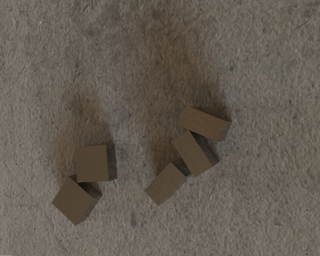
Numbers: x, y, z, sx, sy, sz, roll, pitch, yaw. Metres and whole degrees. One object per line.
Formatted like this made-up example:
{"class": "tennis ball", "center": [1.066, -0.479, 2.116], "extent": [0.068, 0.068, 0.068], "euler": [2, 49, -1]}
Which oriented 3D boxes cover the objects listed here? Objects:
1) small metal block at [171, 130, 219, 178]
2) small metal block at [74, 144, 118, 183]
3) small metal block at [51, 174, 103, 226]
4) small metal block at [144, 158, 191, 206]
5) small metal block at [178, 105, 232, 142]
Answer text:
{"class": "small metal block", "center": [0.045, 0.029, 0.379], "extent": [0.025, 0.050, 0.050], "euler": [-35, 79, 16]}
{"class": "small metal block", "center": [-0.091, 0.050, 0.440], "extent": [0.050, 0.025, 0.050], "euler": [-6, 88, 19]}
{"class": "small metal block", "center": [-0.121, 0.103, 0.450], "extent": [0.050, 0.025, 0.050], "euler": [37, 102, 16]}
{"class": "small metal block", "center": [0.014, 0.066, 0.390], "extent": [0.025, 0.050, 0.050], "euler": [44, 104, 14]}
{"class": "small metal block", "center": [0.056, -0.005, 0.375], "extent": [0.050, 0.050, 0.025], "euler": [23, 98, 18]}
